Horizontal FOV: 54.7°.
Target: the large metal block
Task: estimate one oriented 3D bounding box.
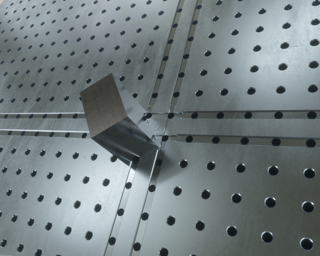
[{"bbox_3d":[-0.054,-0.011,0.406,0.050,0.080,0.080,-30,52,9],"label":"large metal block"}]
